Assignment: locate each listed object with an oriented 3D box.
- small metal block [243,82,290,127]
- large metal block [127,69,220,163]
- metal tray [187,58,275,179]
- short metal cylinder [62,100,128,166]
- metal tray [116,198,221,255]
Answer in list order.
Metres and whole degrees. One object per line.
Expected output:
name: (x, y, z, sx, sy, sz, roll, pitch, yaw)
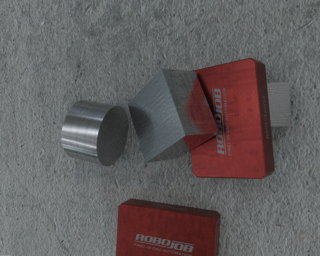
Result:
small metal block: (0.125, -0.026, 0.365, 0.050, 0.025, 0.050, -1, 90, 20)
large metal block: (0.012, -0.013, 0.366, 0.080, 0.050, 0.080, -39, 63, 47)
metal tray: (0.079, -0.008, 0.364, 0.090, 0.030, 0.129, -6, 88, 38)
short metal cylinder: (-0.083, 0.006, 0.409, 0.050, 0.080, 0.079, 11, 94, 19)
metal tray: (0.009, 0.147, 0.403, 0.130, 0.030, 0.089, 4, 91, 19)
